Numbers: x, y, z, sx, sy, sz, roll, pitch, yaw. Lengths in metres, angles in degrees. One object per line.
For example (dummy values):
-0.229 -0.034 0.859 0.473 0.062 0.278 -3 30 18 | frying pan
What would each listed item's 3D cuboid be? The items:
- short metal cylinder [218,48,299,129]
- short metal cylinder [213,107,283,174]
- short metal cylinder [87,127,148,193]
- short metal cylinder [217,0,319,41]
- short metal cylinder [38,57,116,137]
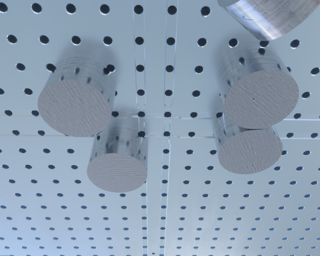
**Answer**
0.111 -0.045 0.359 0.081 0.050 0.079 0 130 0 | short metal cylinder
0.114 0.016 0.411 0.081 0.050 0.079 0 130 0 | short metal cylinder
-0.057 0.046 0.433 0.081 0.050 0.079 0 130 0 | short metal cylinder
0.097 -0.125 0.271 0.050 0.080 0.080 31 123 -24 | short metal cylinder
-0.095 -0.035 0.364 0.081 0.050 0.079 -1 130 0 | short metal cylinder
